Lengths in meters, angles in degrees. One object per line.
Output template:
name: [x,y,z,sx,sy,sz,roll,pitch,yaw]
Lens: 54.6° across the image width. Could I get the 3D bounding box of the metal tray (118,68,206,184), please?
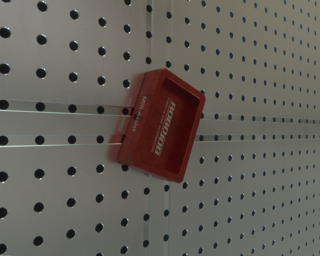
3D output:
metal tray: [0.007,-0.002,0.410,0.090,0.030,0.130,28,73,-37]
